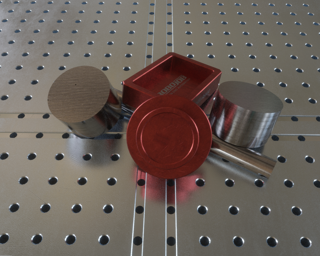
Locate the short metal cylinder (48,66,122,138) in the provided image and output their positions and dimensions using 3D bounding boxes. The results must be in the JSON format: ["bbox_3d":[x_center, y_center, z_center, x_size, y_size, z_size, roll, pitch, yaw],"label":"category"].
[{"bbox_3d":[-0.096,-0.033,0.403,0.080,0.050,0.080,-4,66,9],"label":"short metal cylinder"}]

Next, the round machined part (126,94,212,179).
[{"bbox_3d":[0.010,0.010,0.353,0.099,0.042,0.097,0,92,5],"label":"round machined part"}]

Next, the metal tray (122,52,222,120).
[{"bbox_3d":[0.020,-0.060,0.436,0.090,0.030,0.131,26,41,20],"label":"metal tray"}]

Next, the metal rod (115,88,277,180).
[{"bbox_3d":[0.005,-0.010,0.416,0.301,0.025,0.025,25,55,20],"label":"metal rod"}]

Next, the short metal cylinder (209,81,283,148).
[{"bbox_3d":[0.106,-0.019,0.392,0.081,0.050,0.080,9,33,-6],"label":"short metal cylinder"}]
